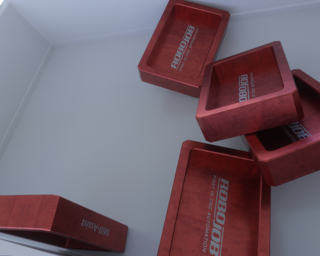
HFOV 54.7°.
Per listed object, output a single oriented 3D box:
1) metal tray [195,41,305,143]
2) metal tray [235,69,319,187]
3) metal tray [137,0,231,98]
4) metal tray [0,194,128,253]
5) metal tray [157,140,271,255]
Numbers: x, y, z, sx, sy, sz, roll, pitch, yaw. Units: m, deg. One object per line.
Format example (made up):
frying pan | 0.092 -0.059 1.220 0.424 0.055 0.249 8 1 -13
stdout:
metal tray | 0.091 -0.043 0.327 0.090 0.030 0.130 -15 29 23
metal tray | 0.124 -0.008 0.303 0.090 0.030 0.130 -23 27 9
metal tray | 0.035 -0.114 0.431 0.090 0.030 0.130 19 70 10
metal tray | -0.105 0.104 0.328 0.090 0.130 0.030 -6 59 25
metal tray | 0.053 0.079 0.289 0.090 0.030 0.130 12 54 6
